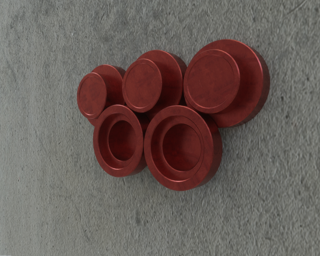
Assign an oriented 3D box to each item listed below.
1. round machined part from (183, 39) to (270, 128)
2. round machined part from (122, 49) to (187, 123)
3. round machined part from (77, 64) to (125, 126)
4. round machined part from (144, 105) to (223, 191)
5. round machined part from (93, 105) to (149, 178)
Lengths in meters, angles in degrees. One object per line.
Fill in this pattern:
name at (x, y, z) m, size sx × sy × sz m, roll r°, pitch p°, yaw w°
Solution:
round machined part at (0.065, -0.049, 0.341) m, size 0.098 × 0.042 × 0.097 m, roll 0°, pitch 90°, yaw 39°
round machined part at (-0.011, -0.053, 0.403) m, size 0.098 × 0.042 × 0.097 m, roll 0°, pitch 90°, yaw 39°
round machined part at (-0.087, -0.047, 0.465) m, size 0.098 × 0.042 × 0.097 m, roll 0°, pitch 90°, yaw 39°
round machined part at (0.031, 0.023, 0.368) m, size 0.098 × 0.042 × 0.097 m, roll 0°, pitch 90°, yaw 39°
round machined part at (-0.045, 0.017, 0.430) m, size 0.098 × 0.042 × 0.097 m, roll 0°, pitch 90°, yaw 39°
